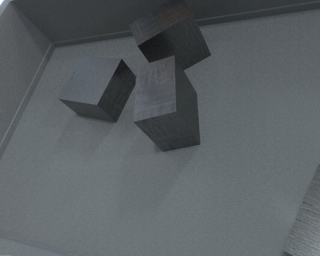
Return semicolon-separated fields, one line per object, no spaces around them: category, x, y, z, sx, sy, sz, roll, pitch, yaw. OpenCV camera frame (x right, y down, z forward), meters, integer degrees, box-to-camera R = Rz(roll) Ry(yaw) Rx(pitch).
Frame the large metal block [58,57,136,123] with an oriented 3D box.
large metal block;-0.093;-0.060;0.474;0.080;0.050;0.080;11;67;32

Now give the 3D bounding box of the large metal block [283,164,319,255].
large metal block;0.159;0.087;0.253;0.080;0.050;0.080;20;72;35

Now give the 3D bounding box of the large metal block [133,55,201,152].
large metal block;0.011;-0.027;0.380;0.050;0.080;0.080;-13;56;21

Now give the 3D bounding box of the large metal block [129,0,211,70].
large metal block;0.016;-0.124;0.437;0.080;0.080;0.050;-28;52;10
